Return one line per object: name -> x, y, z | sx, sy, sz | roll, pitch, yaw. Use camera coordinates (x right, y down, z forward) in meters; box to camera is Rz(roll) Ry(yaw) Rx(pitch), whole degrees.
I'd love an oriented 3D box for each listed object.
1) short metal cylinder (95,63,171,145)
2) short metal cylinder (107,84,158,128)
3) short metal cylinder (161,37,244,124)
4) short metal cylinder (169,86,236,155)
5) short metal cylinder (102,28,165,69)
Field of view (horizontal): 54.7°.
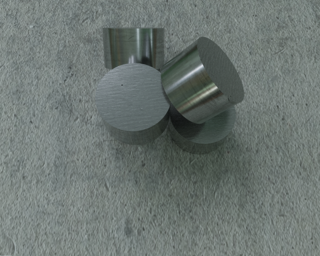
short metal cylinder -> -0.028, -0.026, 0.351 | 0.081, 0.050, 0.080 | 0, 70, 0
short metal cylinder -> -0.039, -0.030, 0.406 | 0.081, 0.050, 0.080 | 0, 70, 0
short metal cylinder -> 0.047, -0.051, 0.339 | 0.050, 0.081, 0.080 | -32, 67, 34
short metal cylinder -> 0.052, -0.011, 0.400 | 0.081, 0.050, 0.080 | 0, 70, 0
short metal cylinder -> -0.034, -0.107, 0.412 | 0.081, 0.080, 0.050 | 0, 109, 0
